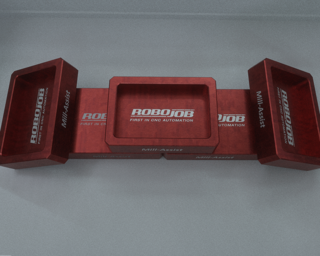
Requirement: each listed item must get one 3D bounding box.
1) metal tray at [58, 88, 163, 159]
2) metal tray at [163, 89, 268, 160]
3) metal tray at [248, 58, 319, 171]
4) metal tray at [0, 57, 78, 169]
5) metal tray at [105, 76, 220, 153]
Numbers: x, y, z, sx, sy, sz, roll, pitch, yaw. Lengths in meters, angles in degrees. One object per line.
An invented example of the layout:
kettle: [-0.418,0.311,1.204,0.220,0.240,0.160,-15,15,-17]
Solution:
metal tray: [-0.061,-0.006,0.408,0.131,0.030,0.090,0,70,0]
metal tray: [0.070,-0.005,0.408,0.131,0.030,0.090,0,70,0]
metal tray: [0.161,-0.016,0.392,0.091,0.030,0.130,10,67,-26]
metal tray: [-0.154,-0.017,0.392,0.090,0.030,0.130,-9,68,24]
metal tray: [0.003,-0.016,0.379,0.131,0.030,0.090,1,69,0]
